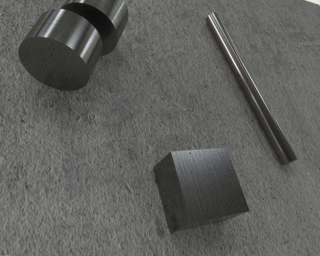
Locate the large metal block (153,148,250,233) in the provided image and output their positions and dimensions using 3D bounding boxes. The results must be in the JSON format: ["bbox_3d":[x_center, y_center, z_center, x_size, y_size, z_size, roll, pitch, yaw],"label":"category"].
[{"bbox_3d":[0.047,0.072,0.369,0.081,0.050,0.080,-2,63,-29],"label":"large metal block"}]

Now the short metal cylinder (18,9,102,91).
[{"bbox_3d":[-0.114,-0.089,0.362,0.080,0.080,0.050,23,53,-14],"label":"short metal cylinder"}]

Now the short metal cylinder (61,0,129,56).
[{"bbox_3d":[-0.087,-0.142,0.408,0.080,0.080,0.050,25,53,-13],"label":"short metal cylinder"}]

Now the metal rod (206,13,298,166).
[{"bbox_3d":[0.150,-0.077,0.530,0.025,0.025,0.299,-9,66,-32],"label":"metal rod"}]
